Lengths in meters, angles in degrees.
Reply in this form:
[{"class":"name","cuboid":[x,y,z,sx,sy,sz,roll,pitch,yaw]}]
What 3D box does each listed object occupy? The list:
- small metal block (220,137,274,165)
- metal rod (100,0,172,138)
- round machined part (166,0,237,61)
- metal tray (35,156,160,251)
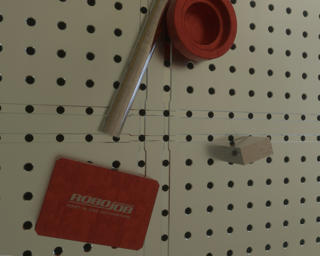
[{"class":"small metal block","cuboid":[0.125,0.031,0.447,0.050,0.050,0.025,-17,96,-20]},{"class":"metal rod","cuboid":[-0.010,-0.130,0.409,0.025,0.025,0.299,24,82,-19]},{"class":"round machined part","cuboid":[0.052,-0.139,0.421,0.099,0.042,0.097,-1,92,-25]},{"class":"metal tray","cuboid":[-0.075,0.093,0.383,0.131,0.030,0.090,17,84,-20]}]
